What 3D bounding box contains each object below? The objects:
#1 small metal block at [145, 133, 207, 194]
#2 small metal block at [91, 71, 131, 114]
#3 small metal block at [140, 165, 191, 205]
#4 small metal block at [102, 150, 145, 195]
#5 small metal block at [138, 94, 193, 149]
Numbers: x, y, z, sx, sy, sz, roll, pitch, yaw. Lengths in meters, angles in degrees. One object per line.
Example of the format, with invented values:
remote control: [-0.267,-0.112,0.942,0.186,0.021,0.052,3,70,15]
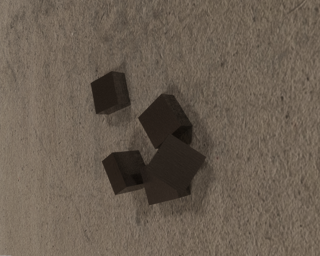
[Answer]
small metal block: [0.017,0.041,0.362,0.050,0.025,0.050,33,82,0]
small metal block: [-0.074,-0.051,0.464,0.050,0.025,0.050,-19,78,38]
small metal block: [0.006,0.068,0.398,0.050,0.025,0.050,-24,75,37]
small metal block: [-0.044,0.060,0.423,0.025,0.050,0.050,-39,66,33]
small metal block: [0.006,-0.008,0.398,0.050,0.025,0.050,-43,64,31]
